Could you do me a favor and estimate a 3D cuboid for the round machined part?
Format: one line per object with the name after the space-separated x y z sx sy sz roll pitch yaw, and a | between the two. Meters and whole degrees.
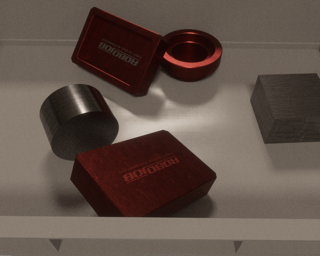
0.046 -0.110 0.487 0.099 0.042 0.098 0 50 0 | round machined part

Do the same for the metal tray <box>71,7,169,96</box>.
-0.062 -0.114 0.460 0.130 0.089 0.030 30 11 22 | metal tray

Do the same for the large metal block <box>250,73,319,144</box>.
0.175 -0.027 0.414 0.081 0.050 0.080 -2 50 -2 | large metal block

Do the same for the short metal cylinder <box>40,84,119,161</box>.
-0.097 -0.006 0.373 0.081 0.080 0.050 -22 54 -18 | short metal cylinder

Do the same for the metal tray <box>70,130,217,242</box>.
-0.013 0.051 0.326 0.131 0.030 0.090 -16 47 -44 | metal tray
